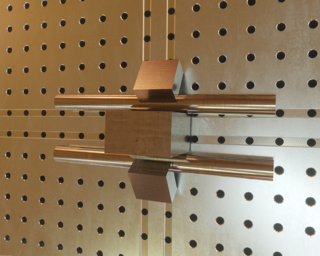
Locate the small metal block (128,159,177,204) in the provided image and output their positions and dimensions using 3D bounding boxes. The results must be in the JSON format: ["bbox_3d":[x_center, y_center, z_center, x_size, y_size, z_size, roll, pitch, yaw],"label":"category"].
[{"bbox_3d":[-0.009,0.068,0.399,0.050,0.025,0.050,3,129,19],"label":"small metal block"}]

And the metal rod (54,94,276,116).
[{"bbox_3d":[-0.007,-0.032,0.410,0.301,0.025,0.025,2,91,19],"label":"metal rod"}]

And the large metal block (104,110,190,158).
[{"bbox_3d":[-0.012,0.006,0.383,0.080,0.080,0.050,2,91,20],"label":"large metal block"}]

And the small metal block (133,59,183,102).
[{"bbox_3d":[-0.001,-0.060,0.397,0.050,0.025,0.050,1,56,19],"label":"small metal block"}]

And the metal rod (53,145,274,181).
[{"bbox_3d":[-0.009,0.044,0.412,0.301,0.025,0.025,2,91,19],"label":"metal rod"}]
